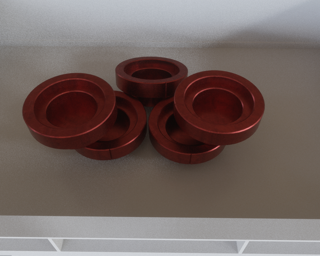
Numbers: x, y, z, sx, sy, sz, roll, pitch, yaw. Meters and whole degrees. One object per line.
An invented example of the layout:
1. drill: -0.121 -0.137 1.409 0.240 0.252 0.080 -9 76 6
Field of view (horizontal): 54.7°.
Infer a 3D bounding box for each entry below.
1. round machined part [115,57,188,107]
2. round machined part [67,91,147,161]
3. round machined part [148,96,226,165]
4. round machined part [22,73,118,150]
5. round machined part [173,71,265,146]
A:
1. round machined part: -0.012 -0.063 0.432 0.099 0.042 0.098 1 32 -1
2. round machined part: -0.065 0.001 0.391 0.099 0.042 0.098 0 50 0
3. round machined part: 0.035 0.005 0.388 0.099 0.042 0.098 0 50 0
4. round machined part: -0.097 -0.015 0.350 0.099 0.042 0.098 0 50 0
5. round machined part: 0.064 -0.019 0.354 0.099 0.042 0.098 0 50 0
